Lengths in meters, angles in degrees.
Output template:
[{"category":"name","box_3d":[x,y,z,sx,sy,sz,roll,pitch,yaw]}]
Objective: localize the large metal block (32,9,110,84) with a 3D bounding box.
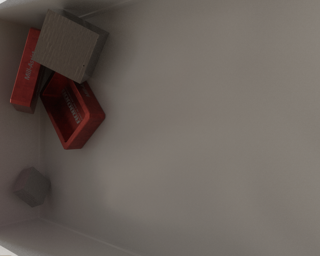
[{"category":"large metal block","box_3d":[-0.136,-0.126,0.475,0.080,0.050,0.079,27,111,-2]}]

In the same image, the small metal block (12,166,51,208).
[{"category":"small metal block","box_3d":[-0.231,0.107,0.562,0.025,0.050,0.050,-20,38,17]}]

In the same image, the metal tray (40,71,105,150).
[{"category":"metal tray","box_3d":[-0.152,-0.039,0.525,0.090,0.030,0.130,-47,62,29]}]

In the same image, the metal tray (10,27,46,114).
[{"category":"metal tray","box_3d":[-0.220,-0.095,0.534,0.090,0.030,0.129,162,120,-70]}]
